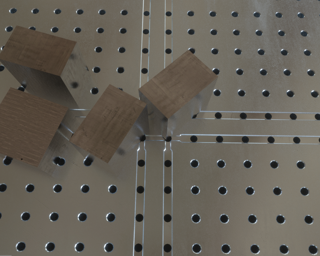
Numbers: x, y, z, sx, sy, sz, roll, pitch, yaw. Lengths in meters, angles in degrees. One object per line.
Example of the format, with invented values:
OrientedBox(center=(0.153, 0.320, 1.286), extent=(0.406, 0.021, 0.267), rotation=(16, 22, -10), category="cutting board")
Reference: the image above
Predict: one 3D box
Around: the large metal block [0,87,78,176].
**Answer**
OrientedBox(center=(-0.164, 0.005, 0.395), extent=(0.080, 0.050, 0.080), rotation=(19, 71, 6), category="large metal block")

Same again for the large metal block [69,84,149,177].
OrientedBox(center=(-0.057, 0.007, 0.379), extent=(0.050, 0.080, 0.080), rotation=(29, 72, 9), category="large metal block")

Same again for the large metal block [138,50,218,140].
OrientedBox(center=(0.022, -0.039, 0.397), extent=(0.080, 0.080, 0.050), rotation=(-40, 75, -13), category="large metal block")

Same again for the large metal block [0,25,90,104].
OrientedBox(center=(-0.147, -0.081, 0.410), extent=(0.080, 0.080, 0.050), rotation=(16, 71, 5), category="large metal block")
